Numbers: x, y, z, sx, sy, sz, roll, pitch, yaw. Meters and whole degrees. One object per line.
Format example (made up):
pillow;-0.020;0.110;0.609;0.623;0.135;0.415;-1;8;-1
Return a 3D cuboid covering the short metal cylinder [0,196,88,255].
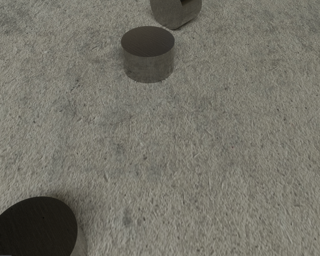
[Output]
short metal cylinder;-0.113;0.112;0.292;0.080;0.050;0.080;0;50;0

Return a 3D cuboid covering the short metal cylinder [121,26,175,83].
short metal cylinder;-0.018;-0.115;0.483;0.080;0.050;0.080;0;50;0

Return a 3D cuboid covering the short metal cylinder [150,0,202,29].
short metal cylinder;0.028;-0.226;0.557;0.080;0.080;0.050;36;59;26
